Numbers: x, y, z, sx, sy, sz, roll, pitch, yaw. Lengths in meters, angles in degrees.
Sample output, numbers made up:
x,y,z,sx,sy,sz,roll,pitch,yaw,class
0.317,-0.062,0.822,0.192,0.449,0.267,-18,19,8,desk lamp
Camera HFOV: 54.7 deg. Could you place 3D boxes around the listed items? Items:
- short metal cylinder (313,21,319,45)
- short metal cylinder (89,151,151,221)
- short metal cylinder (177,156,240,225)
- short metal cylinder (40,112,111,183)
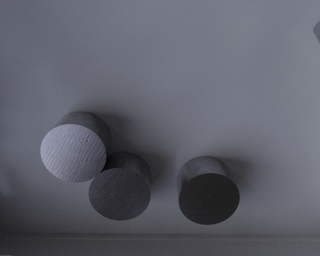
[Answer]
x,y,z,sx,sy,sz,roll,pitch,yaw,class
0.223,-0.108,0.345,0.080,0.080,0.050,-34,107,11,short metal cylinder
-0.053,0.079,0.426,0.081,0.050,0.079,0,110,-1,short metal cylinder
0.065,0.086,0.431,0.081,0.050,0.079,0,110,-1,short metal cylinder
-0.107,0.024,0.405,0.081,0.050,0.079,0,110,-1,short metal cylinder
